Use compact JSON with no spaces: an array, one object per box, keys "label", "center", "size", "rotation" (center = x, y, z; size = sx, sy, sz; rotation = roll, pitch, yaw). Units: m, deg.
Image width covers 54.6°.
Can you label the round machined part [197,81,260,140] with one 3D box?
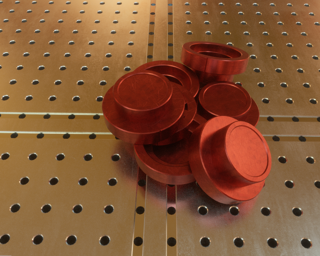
[{"label":"round machined part","center":[0.085,-0.026,0.419],"size":[0.099,0.042,0.098],"rotation":[0,50,0]}]

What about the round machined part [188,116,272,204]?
[{"label":"round machined part","center":[0.083,0.031,0.339],"size":[0.099,0.042,0.098],"rotation":[15,61,-28]}]

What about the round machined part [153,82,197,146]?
[{"label":"round machined part","center":[-0.002,-0.015,0.409],"size":[0.099,0.042,0.098],"rotation":[0,50,0]}]

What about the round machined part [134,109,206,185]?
[{"label":"round machined part","center":[0.019,0.026,0.375],"size":[0.099,0.042,0.098],"rotation":[0,50,0]}]

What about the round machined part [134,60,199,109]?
[{"label":"round machined part","center":[0.004,-0.049,0.438],"size":[0.099,0.042,0.098],"rotation":[0,50,0]}]

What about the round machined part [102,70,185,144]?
[{"label":"round machined part","center":[-0.020,-0.031,0.368],"size":[0.099,0.042,0.098],"rotation":[0,50,0]}]

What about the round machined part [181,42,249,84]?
[{"label":"round machined part","center":[0.079,-0.095,0.463],"size":[0.099,0.042,0.098],"rotation":[6,29,-3]}]
